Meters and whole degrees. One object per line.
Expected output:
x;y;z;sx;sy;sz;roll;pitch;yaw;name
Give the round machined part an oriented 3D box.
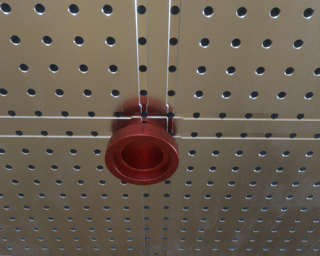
-0.024;0.032;0.427;0.099;0.042;0.097;0;130;0;round machined part
